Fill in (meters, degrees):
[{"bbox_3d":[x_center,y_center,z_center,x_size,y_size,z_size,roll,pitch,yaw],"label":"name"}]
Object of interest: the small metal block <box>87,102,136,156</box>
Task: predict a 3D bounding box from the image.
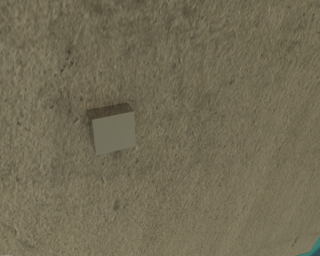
[{"bbox_3d":[-0.059,0.001,0.377,0.050,0.025,0.050,-13,124,-22],"label":"small metal block"}]
